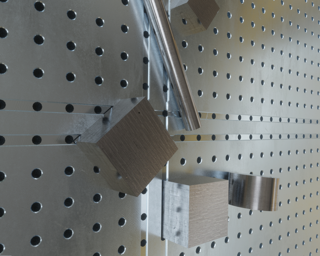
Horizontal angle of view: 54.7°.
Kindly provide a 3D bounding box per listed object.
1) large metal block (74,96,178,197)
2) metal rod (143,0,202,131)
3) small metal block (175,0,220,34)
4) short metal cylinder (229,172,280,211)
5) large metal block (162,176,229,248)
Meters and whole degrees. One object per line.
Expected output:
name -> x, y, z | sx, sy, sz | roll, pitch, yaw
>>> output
large metal block -> -0.037, 0.020, 0.364 | 0.080, 0.050, 0.080 | -47, 118, -30
metal rod -> 0.001, -0.136, 0.411 | 0.025, 0.025, 0.298 | -31, 110, -36
small metal block -> 0.056, -0.178, 0.458 | 0.050, 0.025, 0.050 | 45, 63, -31
short metal cylinder -> 0.150, 0.101, 0.503 | 0.081, 0.080, 0.050 | 11, 83, -40
large metal block -> 0.051, 0.114, 0.439 | 0.081, 0.050, 0.079 | 2, 89, -40
